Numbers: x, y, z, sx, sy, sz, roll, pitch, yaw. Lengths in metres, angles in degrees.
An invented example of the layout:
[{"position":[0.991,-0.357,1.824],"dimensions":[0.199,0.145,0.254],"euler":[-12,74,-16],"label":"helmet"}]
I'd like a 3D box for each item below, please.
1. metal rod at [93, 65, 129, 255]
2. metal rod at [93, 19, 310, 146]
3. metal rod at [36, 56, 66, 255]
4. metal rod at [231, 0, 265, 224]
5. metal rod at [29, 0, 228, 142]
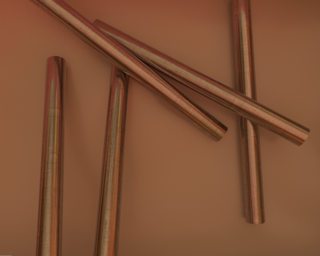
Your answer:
[{"position":[-0.054,0.058,0.349],"dimensions":[0.025,0.025,0.299],"euler":[1,65,0],"label":"metal rod"},{"position":[0.044,-0.061,0.394],"dimensions":[0.301,0.025,0.025],"euler":[29,90,6],"label":"metal rod"},{"position":[-0.122,0.047,0.350],"dimensions":[0.025,0.025,0.299],"euler":[-7,66,0],"label":"metal rod"},{"position":[0.117,-0.025,0.412],"dimensions":[0.025,0.025,0.298],"euler":[-4,90,0],"label":"metal rod"},{"position":[-0.038,-0.080,0.390],"dimensions":[0.301,0.025,0.025],"euler":[36,90,-8],"label":"metal rod"}]
